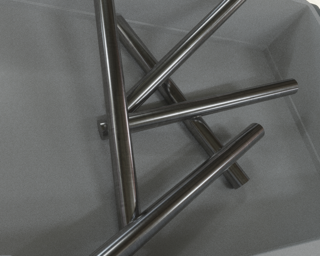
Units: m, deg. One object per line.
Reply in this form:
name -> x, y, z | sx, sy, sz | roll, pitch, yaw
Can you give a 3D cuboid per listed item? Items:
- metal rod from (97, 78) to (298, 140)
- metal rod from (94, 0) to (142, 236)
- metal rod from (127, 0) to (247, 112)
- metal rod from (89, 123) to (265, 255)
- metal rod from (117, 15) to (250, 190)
metal rod -> 0.066, -0.031, 0.422 | 0.302, 0.025, 0.025 | -14, 69, -21
metal rod -> -0.050, -0.030, 0.354 | 0.025, 0.025, 0.299 | -1, 75, -29
metal rod -> 0.051, -0.126, 0.430 | 0.025, 0.025, 0.301 | 43, 76, 1
metal rod -> 0.036, 0.066, 0.351 | 0.302, 0.025, 0.025 | -31, 79, -38
metal rod -> 0.022, -0.042, 0.443 | 0.025, 0.025, 0.299 | -30, 78, -38
